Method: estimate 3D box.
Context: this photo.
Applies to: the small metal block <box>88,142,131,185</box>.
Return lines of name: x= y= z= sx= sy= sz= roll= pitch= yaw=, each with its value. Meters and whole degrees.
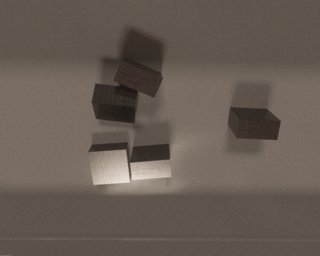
small metal block: x=-0.068 y=0.049 z=0.428 sx=0.050 sy=0.025 sz=0.050 roll=-4 pitch=110 yaw=1

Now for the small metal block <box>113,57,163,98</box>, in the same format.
small metal block: x=-0.025 y=-0.062 z=0.374 sx=0.050 sy=0.050 sz=0.025 roll=22 pitch=105 yaw=-8

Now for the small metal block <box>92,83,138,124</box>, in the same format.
small metal block: x=-0.055 y=-0.029 z=0.384 sx=0.050 sy=0.050 sz=0.025 roll=7 pitch=68 yaw=-3

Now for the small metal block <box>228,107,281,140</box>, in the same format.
small metal block: x=0.119 y=-0.007 z=0.397 sx=0.050 sy=0.050 sz=0.025 roll=3 pitch=110 yaw=-2

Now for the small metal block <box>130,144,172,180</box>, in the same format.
small metal block: x=-0.012 y=0.044 z=0.414 sx=0.050 sy=0.050 sz=0.025 roll=-5 pitch=110 yaw=1
